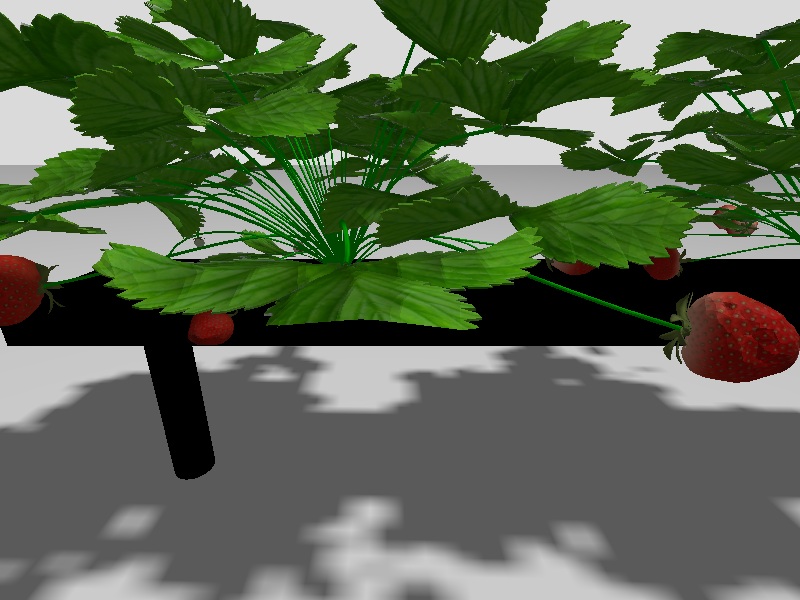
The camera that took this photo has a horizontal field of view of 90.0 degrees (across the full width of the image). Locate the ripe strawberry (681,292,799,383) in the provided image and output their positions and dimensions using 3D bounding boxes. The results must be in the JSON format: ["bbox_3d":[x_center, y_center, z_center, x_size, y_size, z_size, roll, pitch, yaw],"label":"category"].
[{"bbox_3d":[0.161,0.019,0.191,0.044,0.046,0.040,17,26,37],"label":"ripe strawberry"}]

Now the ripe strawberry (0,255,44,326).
[{"bbox_3d":[-0.263,-0.006,0.259,0.050,0.043,0.050,-10,23,-24],"label":"ripe strawberry"}]

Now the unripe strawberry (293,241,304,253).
[{"bbox_3d":[-0.112,-0.058,0.444,0.013,0.014,0.014,-14,24,-33],"label":"unripe strawberry"}]

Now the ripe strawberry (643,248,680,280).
[{"bbox_3d":[0.230,-0.033,0.353,0.029,0.030,0.026,-1,20,-2],"label":"ripe strawberry"}]

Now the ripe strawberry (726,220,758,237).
[{"bbox_3d":[0.448,-0.097,0.527,0.032,0.027,0.032,5,14,14],"label":"ripe strawberry"}]

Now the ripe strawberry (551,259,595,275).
[{"bbox_3d":[0.161,-0.046,0.364,0.052,0.045,0.052,0,20,-2],"label":"ripe strawberry"}]

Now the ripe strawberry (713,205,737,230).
[{"bbox_3d":[0.482,-0.123,0.592,0.034,0.036,0.037,7,21,17],"label":"ripe strawberry"}]

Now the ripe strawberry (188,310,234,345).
[{"bbox_3d":[-0.111,0.016,0.233,0.025,0.021,0.025,9,33,22],"label":"ripe strawberry"}]

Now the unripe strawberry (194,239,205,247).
[{"bbox_3d":[-0.223,-0.063,0.445,0.010,0.011,0.011,10,23,26],"label":"unripe strawberry"}]
